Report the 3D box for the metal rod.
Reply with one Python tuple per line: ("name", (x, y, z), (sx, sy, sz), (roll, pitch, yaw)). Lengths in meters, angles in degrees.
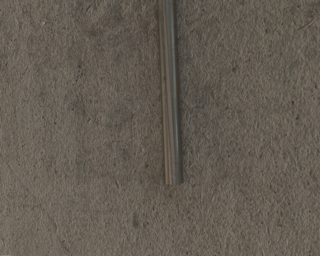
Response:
("metal rod", (0.012, -0.078, 0.405), (0.025, 0.025, 0.298), (-3, 89, 20))
